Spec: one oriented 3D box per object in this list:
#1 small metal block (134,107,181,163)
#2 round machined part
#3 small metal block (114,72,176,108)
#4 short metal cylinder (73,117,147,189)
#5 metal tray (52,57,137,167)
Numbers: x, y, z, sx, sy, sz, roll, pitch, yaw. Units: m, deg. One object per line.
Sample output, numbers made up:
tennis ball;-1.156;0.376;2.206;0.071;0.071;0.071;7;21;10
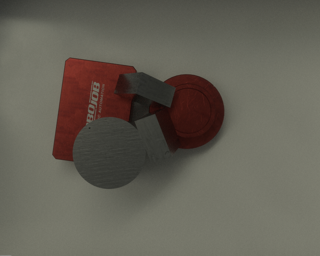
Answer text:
small metal block;-0.001;0.006;0.358;0.025;0.050;0.050;-19;97;18
round machined part;0.035;-0.021;0.401;0.099;0.042;0.097;0;90;-1
small metal block;-0.019;-0.045;0.372;0.050;0.050;0.025;19;83;-37
short metal cylinder;-0.056;0.027;0.367;0.081;0.050;0.079;0;90;-1
metal tray;-0.083;-0.020;0.404;0.091;0.030;0.129;8;90;-1
